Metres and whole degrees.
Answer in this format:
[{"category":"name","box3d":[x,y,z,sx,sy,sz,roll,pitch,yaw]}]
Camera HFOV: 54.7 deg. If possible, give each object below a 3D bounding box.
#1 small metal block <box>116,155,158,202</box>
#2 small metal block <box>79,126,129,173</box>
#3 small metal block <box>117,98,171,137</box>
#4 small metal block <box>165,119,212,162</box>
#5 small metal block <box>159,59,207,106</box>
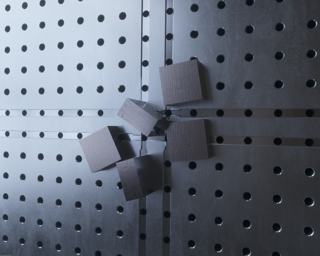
[{"category":"small metal block","box3d":[-0.029,0.064,0.409,0.025,0.050,0.050,-18,84,19]},{"category":"small metal block","box3d":[-0.079,0.030,0.439,0.050,0.025,0.050,-26,82,17]},{"category":"small metal block","box3d":[-0.020,-0.013,0.405,0.050,0.050,0.025,36,102,16]},{"category":"small metal block","box3d":[0.037,0.016,0.399,0.050,0.025,0.050,-7,88,19]},{"category":"small metal block","box3d":[0.030,-0.057,0.402,0.050,0.025,0.050,-9,87,19]}]
